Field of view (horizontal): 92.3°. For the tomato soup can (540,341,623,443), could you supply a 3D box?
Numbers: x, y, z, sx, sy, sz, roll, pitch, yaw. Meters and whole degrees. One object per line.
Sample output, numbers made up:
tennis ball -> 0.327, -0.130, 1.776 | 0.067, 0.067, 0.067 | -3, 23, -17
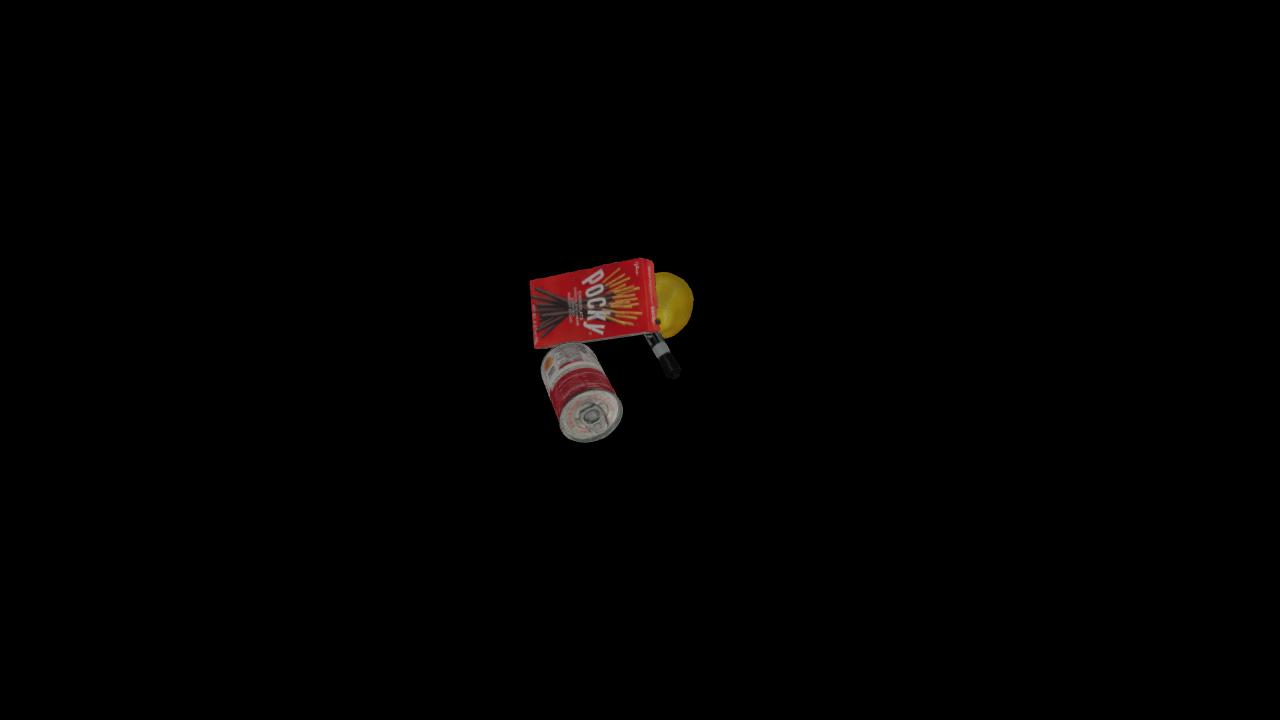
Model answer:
tomato soup can -> -0.066, 0.032, 0.663 | 0.068, 0.068, 0.101 | 0, 32, -23

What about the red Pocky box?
red Pocky box -> -0.055, -0.062, 0.695 | 0.155, 0.083, 0.028 | -7, -6, 26

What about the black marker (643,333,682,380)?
black marker -> 0.013, -0.030, 0.688 | 0.020, 0.121, 0.020 | -24, -23, -11

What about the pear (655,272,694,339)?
pear -> 0.022, -0.052, 0.704 | 0.080, 0.080, 0.111 | 0, 31, 11
